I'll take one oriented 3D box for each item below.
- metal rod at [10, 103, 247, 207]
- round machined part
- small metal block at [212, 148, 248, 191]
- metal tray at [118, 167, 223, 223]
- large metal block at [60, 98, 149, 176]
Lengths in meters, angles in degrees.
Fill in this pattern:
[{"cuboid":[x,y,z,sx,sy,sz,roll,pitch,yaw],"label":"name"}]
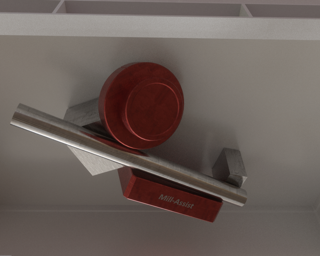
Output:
[{"cuboid":[-0.020,0.040,0.374,0.302,0.025,0.025,23,126,-19],"label":"metal rod"},{"cuboid":[-0.014,-0.023,0.342,0.099,0.042,0.097,-7,104,-28],"label":"round machined part"},{"cuboid":[0.099,0.066,0.448,0.025,0.050,0.050,11,129,-10],"label":"small metal block"},{"cuboid":[0.011,0.080,0.428,0.131,0.090,0.030,20,100,-18],"label":"metal tray"},{"cuboid":[-0.067,0.008,0.396,0.080,0.050,0.080,-18,128,14],"label":"large metal block"}]
